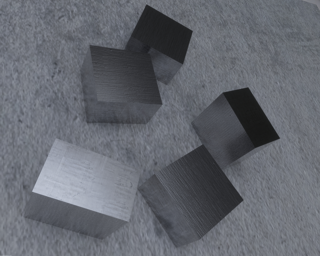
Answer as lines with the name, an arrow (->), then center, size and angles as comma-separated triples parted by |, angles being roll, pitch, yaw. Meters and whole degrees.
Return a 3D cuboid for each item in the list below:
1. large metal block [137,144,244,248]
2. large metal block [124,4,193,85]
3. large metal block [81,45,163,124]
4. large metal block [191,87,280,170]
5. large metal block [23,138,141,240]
large metal block -> 0.035, 0.077, 0.361 | 0.081, 0.050, 0.080 | -27, 77, -37
large metal block -> -0.005, -0.124, 0.463 | 0.080, 0.050, 0.080 | 26, 52, -13
large metal block -> -0.051, -0.053, 0.393 | 0.081, 0.050, 0.080 | 1, 61, -28
large metal block -> 0.099, 0.003, 0.422 | 0.050, 0.080, 0.080 | -15, 70, -34
large metal block -> -0.074, 0.062, 0.292 | 0.080, 0.080, 0.050 | 23, 53, -15
